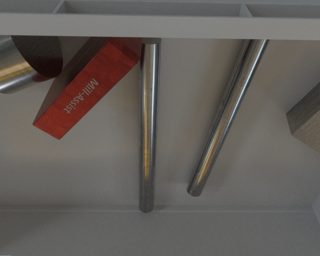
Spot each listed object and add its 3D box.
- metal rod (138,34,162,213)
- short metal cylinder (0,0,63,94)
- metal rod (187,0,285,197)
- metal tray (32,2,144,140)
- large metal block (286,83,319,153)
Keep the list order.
[{"bbox_3d":[-0.017,0.019,0.425,0.025,0.025,0.298,1,130,-2],"label":"metal rod"},{"bbox_3d":[-0.141,-0.079,0.304,0.050,0.080,0.080,-18,128,14],"label":"short metal cylinder"},{"bbox_3d":[0.083,-0.012,0.400,0.025,0.025,0.298,8,130,-7],"label":"metal rod"},{"bbox_3d":[-0.072,-0.057,0.316,0.030,0.090,0.130,36,121,-27],"label":"metal tray"},{"bbox_3d":[0.217,-0.011,0.376,0.080,0.050,0.080,31,124,-8],"label":"large metal block"}]
